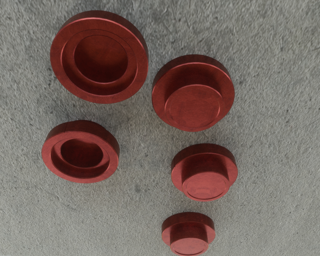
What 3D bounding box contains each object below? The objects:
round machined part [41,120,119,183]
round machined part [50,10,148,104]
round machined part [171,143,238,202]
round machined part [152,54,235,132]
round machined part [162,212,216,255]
[{"bbox_3d":[-0.104,0.027,0.418,0.099,0.042,0.097,0,130,0],"label":"round machined part"},{"bbox_3d":[-0.061,-0.077,0.330,0.099,0.042,0.097,0,130,0],"label":"round machined part"},{"bbox_3d":[0.066,0.072,0.458,0.099,0.042,0.097,0,130,0],"label":"round machined part"},{"bbox_3d":[0.040,-0.034,0.368,0.099,0.042,0.097,0,130,0],"label":"round machined part"},{"bbox_3d":[0.052,0.199,0.566,0.099,0.042,0.097,0,130,0],"label":"round machined part"}]
